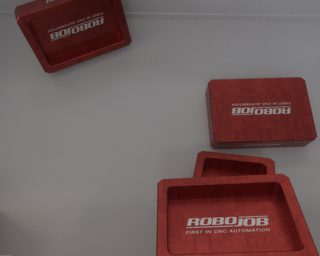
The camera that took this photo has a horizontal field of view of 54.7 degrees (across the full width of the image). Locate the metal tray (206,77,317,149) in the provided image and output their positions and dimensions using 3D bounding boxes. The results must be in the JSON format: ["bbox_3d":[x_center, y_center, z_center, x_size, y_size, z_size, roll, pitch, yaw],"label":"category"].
[{"bbox_3d":[0.131,-0.020,0.415,0.131,0.030,0.090,-2,70,-1],"label":"metal tray"}]

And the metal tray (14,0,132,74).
[{"bbox_3d":[-0.112,-0.137,0.421,0.131,0.090,0.030,-22,51,-8],"label":"metal tray"}]

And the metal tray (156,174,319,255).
[{"bbox_3d":[0.063,0.089,0.290,0.131,0.030,0.090,-3,42,3],"label":"metal tray"}]

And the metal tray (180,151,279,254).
[{"bbox_3d":[0.078,0.085,0.338,0.090,0.030,0.130,6,43,12],"label":"metal tray"}]
